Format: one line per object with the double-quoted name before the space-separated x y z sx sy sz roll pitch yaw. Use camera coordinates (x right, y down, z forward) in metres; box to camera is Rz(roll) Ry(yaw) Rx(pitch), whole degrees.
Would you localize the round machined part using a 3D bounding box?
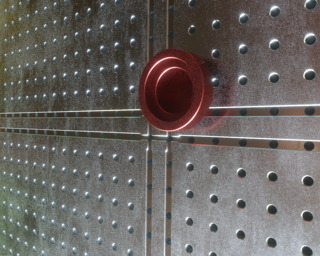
"round machined part" 0.023 -0.045 0.380 0.098 0.042 0.097 0 90 40
